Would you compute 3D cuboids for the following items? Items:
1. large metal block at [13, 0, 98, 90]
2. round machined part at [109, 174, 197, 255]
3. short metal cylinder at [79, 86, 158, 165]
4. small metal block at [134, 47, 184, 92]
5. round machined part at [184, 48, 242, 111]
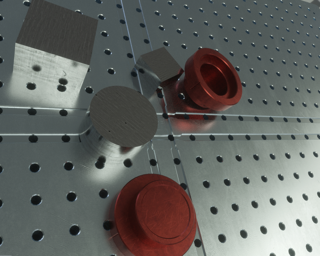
[{"bbox_3d":[-0.128,-0.104,0.387,0.081,0.050,0.080,15,56,-20],"label":"large metal block"},{"bbox_3d":[-0.002,0.095,0.338,0.099,0.042,0.098,14,56,-21],"label":"round machined part"},{"bbox_3d":[-0.049,-0.003,0.367,0.081,0.050,0.080,14,56,-21],"label":"short metal cylinder"},{"bbox_3d":[-0.001,-0.088,0.461,0.050,0.025,0.050,-32,79,-38],"label":"small metal block"},{"bbox_3d":[0.075,-0.069,0.473,0.099,0.042,0.098,18,57,-30],"label":"round machined part"}]
